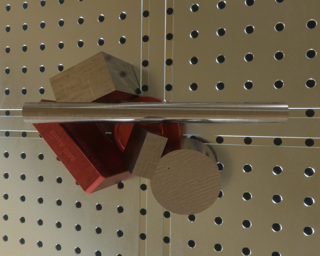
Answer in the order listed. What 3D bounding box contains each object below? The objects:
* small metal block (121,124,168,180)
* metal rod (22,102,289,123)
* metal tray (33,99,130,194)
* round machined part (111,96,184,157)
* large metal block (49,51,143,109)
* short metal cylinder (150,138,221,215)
[{"bbox_3d":[-0.020,0.025,0.359,0.025,0.050,0.050,19,96,-24],"label":"small metal block"},{"bbox_3d":[-0.005,-0.018,0.363,0.302,0.025,0.025,0,90,0],"label":"metal rod"},{"bbox_3d":[-0.102,0.021,0.412,0.030,0.090,0.130,-45,76,14],"label":"metal tray"},{"bbox_3d":[-0.021,0.006,0.413,0.098,0.042,0.097,0,90,19],"label":"round machined part"},{"bbox_3d":[-0.081,-0.053,0.409,0.080,0.080,0.050,-22,83,18],"label":"large metal block"},{"bbox_3d":[0.031,0.057,0.375,0.080,0.050,0.079,1,102,4],"label":"short metal cylinder"}]
